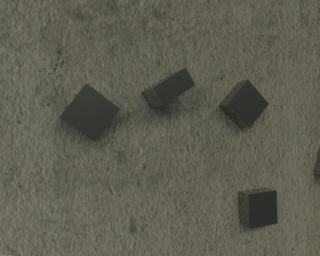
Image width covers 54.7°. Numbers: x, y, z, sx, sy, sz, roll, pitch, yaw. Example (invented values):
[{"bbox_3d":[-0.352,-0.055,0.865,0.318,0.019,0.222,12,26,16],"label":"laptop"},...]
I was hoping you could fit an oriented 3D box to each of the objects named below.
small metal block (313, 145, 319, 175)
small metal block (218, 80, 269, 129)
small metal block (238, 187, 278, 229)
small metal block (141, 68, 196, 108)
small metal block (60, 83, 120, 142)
[{"bbox_3d":[0.291,0.060,0.519,0.050,0.025,0.050,19,84,-20],"label":"small metal block"},{"bbox_3d":[0.123,-0.034,0.456,0.050,0.025,0.050,45,76,-15],"label":"small metal block"},{"bbox_3d":[0.147,0.119,0.465,0.050,0.025,0.050,-2,91,-20],"label":"small metal block"},{"bbox_3d":[0.009,-0.051,0.400,0.050,0.050,0.025,-34,102,-17],"label":"small metal block"},{"bbox_3d":[-0.086,-0.018,0.378,0.050,0.025,0.050,39,78,-16],"label":"small metal block"}]
